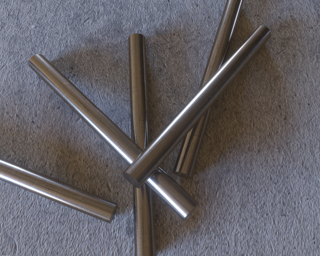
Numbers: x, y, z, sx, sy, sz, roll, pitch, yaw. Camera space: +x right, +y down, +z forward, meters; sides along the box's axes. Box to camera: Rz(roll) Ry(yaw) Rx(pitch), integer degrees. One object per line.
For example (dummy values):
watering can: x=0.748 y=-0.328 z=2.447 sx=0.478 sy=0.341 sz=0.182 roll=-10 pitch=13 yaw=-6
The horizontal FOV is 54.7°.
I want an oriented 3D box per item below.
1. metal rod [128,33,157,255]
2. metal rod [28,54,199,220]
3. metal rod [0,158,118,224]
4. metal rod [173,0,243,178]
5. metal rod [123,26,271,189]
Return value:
metal rod: x=-0.025 y=0.009 z=0.404 sx=0.025 sy=0.025 sz=0.299 roll=-3 pitch=70 yaw=-1
metal rod: x=-0.071 y=-0.002 z=0.389 sx=0.025 sy=0.025 sz=0.300 roll=-43 pitch=69 yaw=-14
metal rod: x=-0.196 y=0.052 z=0.387 sx=0.301 sy=0.025 sz=0.025 roll=19 pitch=71 yaw=7
metal rod: x=0.074 y=-0.075 z=0.435 sx=0.025 sy=0.025 sz=0.299 roll=17 pitch=71 yaw=6
metal rod: x=0.062 y=-0.043 z=0.393 sx=0.025 sy=0.025 sz=0.301 roll=37 pitch=62 yaw=12
